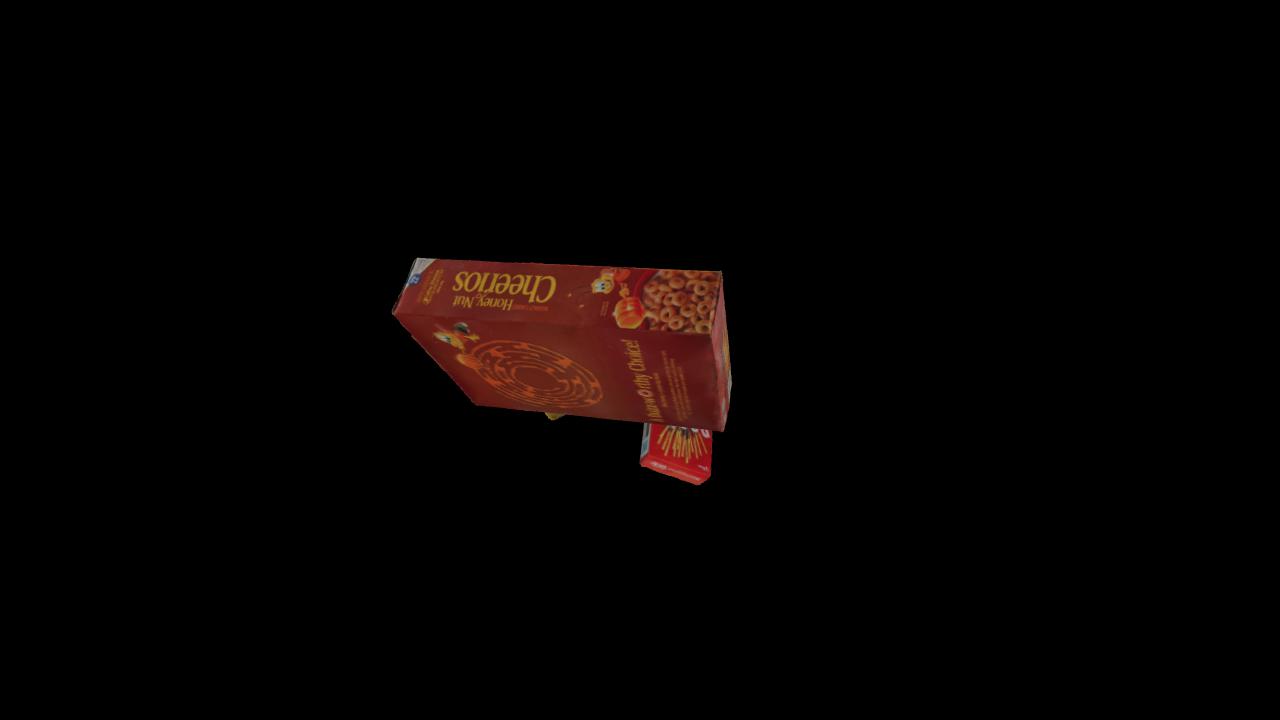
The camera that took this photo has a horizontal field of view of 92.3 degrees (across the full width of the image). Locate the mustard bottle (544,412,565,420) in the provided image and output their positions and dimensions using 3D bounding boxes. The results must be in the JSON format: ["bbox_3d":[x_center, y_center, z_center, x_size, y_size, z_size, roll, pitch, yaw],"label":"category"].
[{"bbox_3d":[-0.051,-0.010,0.749,0.184,0.092,0.054,-30,-15,-7],"label":"mustard bottle"}]

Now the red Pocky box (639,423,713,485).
[{"bbox_3d":[0.047,0.066,0.735,0.083,0.155,0.028,22,-41,-18],"label":"red Pocky box"}]

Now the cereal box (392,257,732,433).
[{"bbox_3d":[-0.064,-0.012,0.631,0.306,0.081,0.203,5,-29,15],"label":"cereal box"}]
